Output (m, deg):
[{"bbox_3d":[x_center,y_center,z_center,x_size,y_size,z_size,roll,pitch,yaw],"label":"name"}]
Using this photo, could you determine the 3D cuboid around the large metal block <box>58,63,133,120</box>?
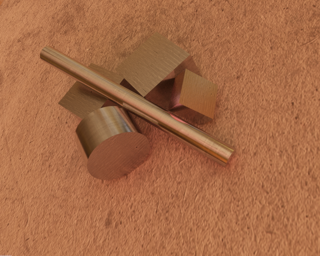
[{"bbox_3d":[-0.089,-0.041,0.461,0.080,0.050,0.080,28,77,37],"label":"large metal block"}]

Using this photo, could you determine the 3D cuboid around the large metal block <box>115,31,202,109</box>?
[{"bbox_3d":[-0.002,-0.076,0.434,0.080,0.050,0.080,-43,51,-2],"label":"large metal block"}]

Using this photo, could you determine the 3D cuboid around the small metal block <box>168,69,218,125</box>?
[{"bbox_3d":[0.042,-0.038,0.388,0.025,0.050,0.050,-32,40,56],"label":"small metal block"}]

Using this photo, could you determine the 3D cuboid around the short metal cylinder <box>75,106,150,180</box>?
[{"bbox_3d":[-0.060,0.019,0.389,0.080,0.080,0.050,-38,51,3],"label":"short metal cylinder"}]

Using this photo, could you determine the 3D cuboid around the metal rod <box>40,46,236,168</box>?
[{"bbox_3d":[-0.043,-0.037,0.398,0.300,0.025,0.025,30,78,21],"label":"metal rod"}]
